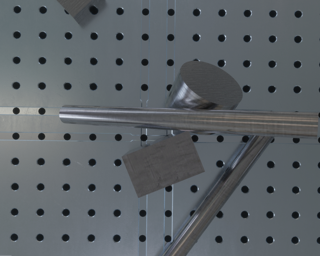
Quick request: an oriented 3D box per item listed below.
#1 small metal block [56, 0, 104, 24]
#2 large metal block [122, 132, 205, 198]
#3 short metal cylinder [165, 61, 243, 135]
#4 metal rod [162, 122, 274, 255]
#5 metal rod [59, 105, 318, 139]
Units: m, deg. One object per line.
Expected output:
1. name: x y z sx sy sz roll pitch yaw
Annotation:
1. small metal block: -0.111 -0.178 0.412 0.050 0.025 0.050 -43 90 0
2. large metal block: 0.004 0.040 0.386 0.080 0.080 0.050 -22 90 0
3. short metal cylinder: 0.053 -0.038 0.380 0.080 0.080 0.050 27 131 0
4. metal rod: 0.058 0.117 0.413 0.025 0.025 0.299 37 90 0
5. metal rod: 0.010 -0.010 0.350 0.301 0.025 0.025 4 90 25
